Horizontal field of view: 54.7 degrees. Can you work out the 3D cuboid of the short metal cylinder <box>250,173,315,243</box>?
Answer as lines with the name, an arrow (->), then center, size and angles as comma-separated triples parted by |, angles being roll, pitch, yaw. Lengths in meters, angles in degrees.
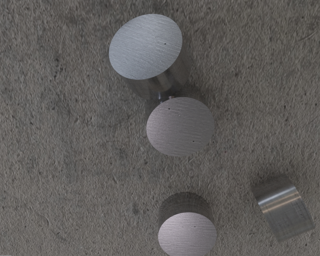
short metal cylinder -> 0.165, 0.108, 0.421 | 0.050, 0.080, 0.080 | -27, 108, 9

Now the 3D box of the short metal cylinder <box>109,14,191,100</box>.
short metal cylinder -> -0.009, -0.078, 0.346 | 0.080, 0.050, 0.080 | -5, 69, 14

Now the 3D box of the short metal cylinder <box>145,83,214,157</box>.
short metal cylinder -> 0.022, -0.011, 0.386 | 0.081, 0.050, 0.079 | -2, 119, -4

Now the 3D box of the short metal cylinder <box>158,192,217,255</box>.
short metal cylinder -> 0.038, 0.141, 0.449 | 0.081, 0.050, 0.079 | 0, 110, 0
